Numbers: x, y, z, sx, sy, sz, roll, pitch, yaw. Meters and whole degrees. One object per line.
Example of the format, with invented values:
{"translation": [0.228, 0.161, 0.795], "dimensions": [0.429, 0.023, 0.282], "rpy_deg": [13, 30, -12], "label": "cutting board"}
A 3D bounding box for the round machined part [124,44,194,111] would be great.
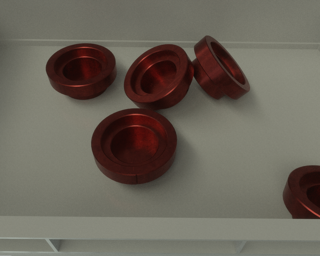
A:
{"translation": [0.002, -0.065, 0.432], "dimensions": [0.098, 0.042, 0.098], "rpy_deg": [-16, 54, 23], "label": "round machined part"}

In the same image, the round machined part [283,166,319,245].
{"translation": [0.175, 0.083, 0.312], "dimensions": [0.099, 0.042, 0.098], "rpy_deg": [5, 28, -2], "label": "round machined part"}

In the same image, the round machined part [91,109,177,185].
{"translation": [-0.030, 0.026, 0.372], "dimensions": [0.099, 0.042, 0.098], "rpy_deg": [0, 50, 0], "label": "round machined part"}

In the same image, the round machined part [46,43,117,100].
{"translation": [-0.113, -0.080, 0.460], "dimensions": [0.099, 0.042, 0.098], "rpy_deg": [0, 50, 0], "label": "round machined part"}

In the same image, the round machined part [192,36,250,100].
{"translation": [0.080, -0.079, 0.440], "dimensions": [0.098, 0.042, 0.098], "rpy_deg": [36, 32, -27], "label": "round machined part"}
